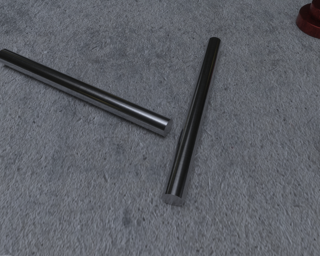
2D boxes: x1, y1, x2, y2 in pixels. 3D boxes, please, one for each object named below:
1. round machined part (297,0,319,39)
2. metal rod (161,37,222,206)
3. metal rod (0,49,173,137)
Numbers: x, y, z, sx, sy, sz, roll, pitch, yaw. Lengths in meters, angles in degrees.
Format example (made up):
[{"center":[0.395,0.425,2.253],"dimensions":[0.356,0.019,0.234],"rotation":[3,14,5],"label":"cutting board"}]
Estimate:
[{"center":[0.308,-0.207,0.569],"dimensions":[0.099,0.042,0.098],"rotation":[0,50,0],"label":"round machined part"},{"center":[0.053,-0.032,0.430],"dimensions":[0.025,0.025,0.300],"rotation":[12,51,10],"label":"metal rod"},{"center":[-0.120,-0.058,0.450],"dimensions":[0.301,0.025,0.025],"rotation":[24,54,18],"label":"metal rod"}]
